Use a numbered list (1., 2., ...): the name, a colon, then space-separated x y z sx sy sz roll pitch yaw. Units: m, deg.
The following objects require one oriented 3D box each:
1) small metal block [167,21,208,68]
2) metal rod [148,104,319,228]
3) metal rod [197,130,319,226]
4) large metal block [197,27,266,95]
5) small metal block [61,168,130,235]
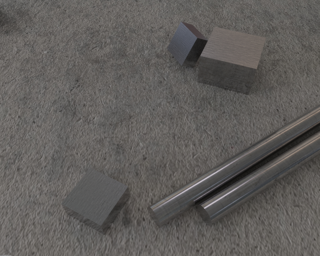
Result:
1. small metal block: 0.044 -0.133 0.495 0.025 0.050 0.050 1 43 -38
2. metal rod: 0.120 0.030 0.378 0.302 0.025 0.025 -27 55 -21
3. metal rod: 0.174 0.030 0.378 0.302 0.025 0.025 -26 55 -20
4. large metal block: 0.110 -0.104 0.476 0.080 0.050 0.080 17 52 13
5. small metal block: -0.068 0.079 0.337 0.050 0.025 0.050 23 53 18
